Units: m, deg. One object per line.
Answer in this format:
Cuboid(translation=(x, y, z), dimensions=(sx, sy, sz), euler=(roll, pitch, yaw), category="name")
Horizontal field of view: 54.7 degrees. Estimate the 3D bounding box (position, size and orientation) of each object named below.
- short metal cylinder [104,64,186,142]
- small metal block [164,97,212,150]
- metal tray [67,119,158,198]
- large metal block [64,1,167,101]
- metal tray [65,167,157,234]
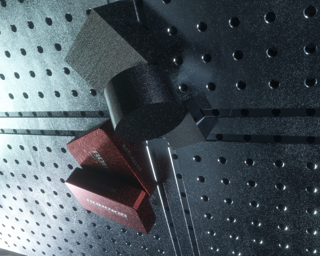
Cuboid(translation=(-0.017, -0.026, 0.348), dimensions=(0.080, 0.081, 0.050), euler=(-44, 55, 39), category="short metal cylinder")
Cuboid(translation=(0.029, -0.005, 0.392), dimensions=(0.050, 0.025, 0.050), euler=(-21, 108, 35), category="small metal block")
Cuboid(translation=(-0.074, 0.058, 0.481), dimensions=(0.090, 0.030, 0.130), euler=(-24, 106, 36), category="metal tray")
Cuboid(translation=(-0.054, -0.087, 0.368), dimensions=(0.080, 0.050, 0.080), euler=(44, 129, -3), category="large metal block")
Cuboid(translation=(-0.076, 0.115, 0.489), dimensions=(0.130, 0.030, 0.090), euler=(14, 143, 24), category="metal tray")
